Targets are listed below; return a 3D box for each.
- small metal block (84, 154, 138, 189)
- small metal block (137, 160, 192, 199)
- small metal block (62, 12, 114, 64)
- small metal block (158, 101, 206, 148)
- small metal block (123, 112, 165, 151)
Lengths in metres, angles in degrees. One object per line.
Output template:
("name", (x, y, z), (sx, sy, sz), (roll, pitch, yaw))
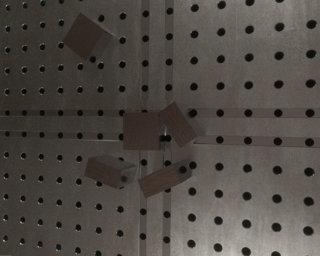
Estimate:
("small metal block", (-0.065, 0.058, 0.421), (0.050, 0.050, 0.025), (19, 96, 18))
("small metal block", (0.007, 0.064, 0.396), (0.050, 0.050, 0.025), (-27, 82, 18))
("small metal block", (-0.104, -0.129, 0.448), (0.050, 0.025, 0.050), (39, 102, 15))
("small metal block", (0.029, -0.004, 0.389), (0.025, 0.050, 0.050), (-35, 79, 16))
("small metal block", (-0.022, 0.005, 0.419), (0.050, 0.025, 0.050), (0, 90, 19))
